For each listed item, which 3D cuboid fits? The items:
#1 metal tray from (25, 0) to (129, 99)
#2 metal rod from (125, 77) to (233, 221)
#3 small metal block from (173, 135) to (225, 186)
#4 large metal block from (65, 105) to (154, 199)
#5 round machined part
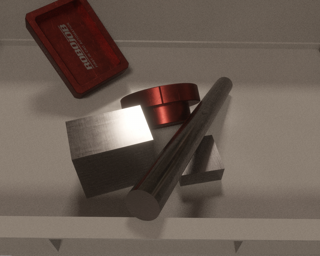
[{"bbox_3d":[-0.119,-0.120,0.451,0.090,0.030,0.130,-36,95,-22],"label":"metal tray"},{"bbox_3d":[0.042,-0.006,0.335,0.025,0.025,0.301,18,29,14],"label":"metal rod"},{"bbox_3d":[0.044,0.039,0.373,0.050,0.025,0.050,-8,51,-7],"label":"small metal block"},{"bbox_3d":[-0.053,0.028,0.345,0.081,0.080,0.050,-14,52,-12],"label":"large metal block"},{"bbox_3d":[0.003,-0.023,0.389,0.099,0.098,0.042,-11,87,-9],"label":"round machined part"}]
